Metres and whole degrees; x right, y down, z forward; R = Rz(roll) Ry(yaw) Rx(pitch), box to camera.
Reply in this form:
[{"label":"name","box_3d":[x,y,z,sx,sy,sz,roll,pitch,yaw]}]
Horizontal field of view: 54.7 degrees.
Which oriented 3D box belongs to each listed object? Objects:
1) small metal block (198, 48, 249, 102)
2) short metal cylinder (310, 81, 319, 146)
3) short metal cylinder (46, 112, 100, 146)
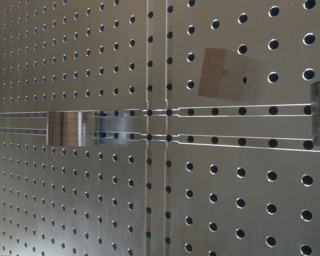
[{"label":"small metal block","box_3d":[0.069,-0.056,0.336,0.025,0.050,0.050,15,100,39]},{"label":"short metal cylinder","box_3d":[0.162,-0.012,0.240,0.080,0.081,0.050,-3,88,40]},{"label":"short metal cylinder","box_3d":[-0.135,0.000,0.485,0.080,0.081,0.050,2,92,40]}]
